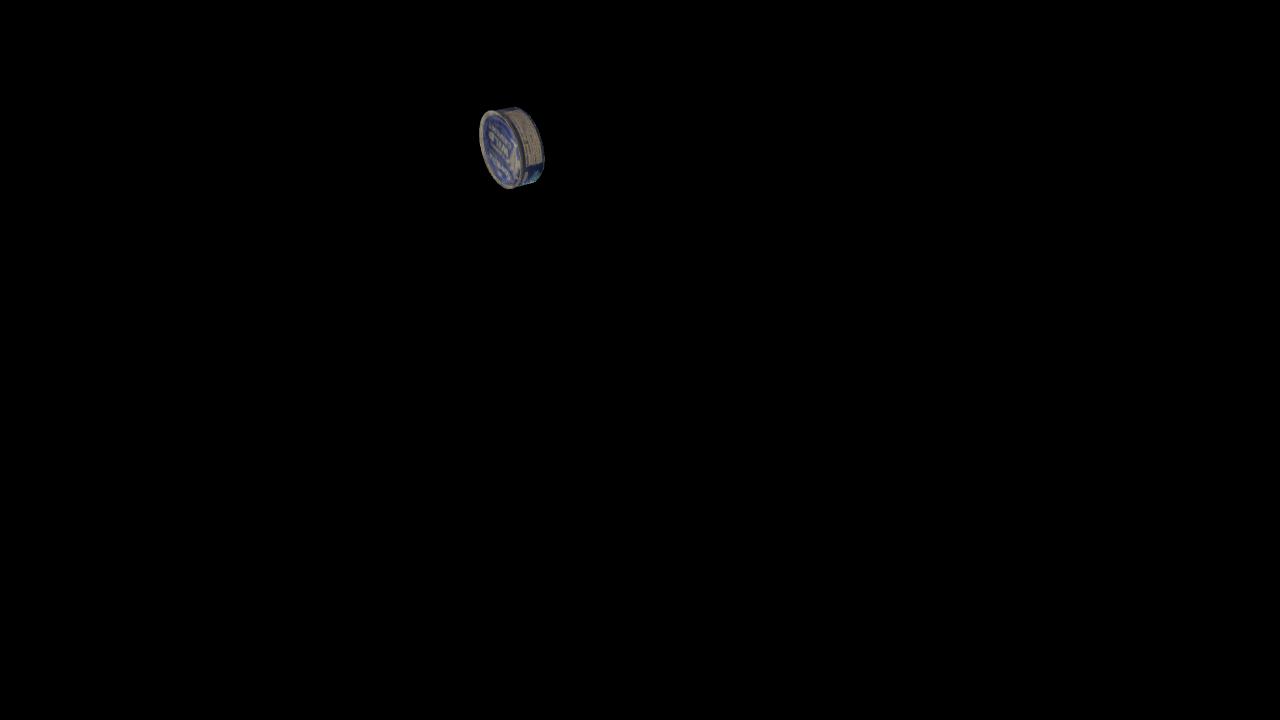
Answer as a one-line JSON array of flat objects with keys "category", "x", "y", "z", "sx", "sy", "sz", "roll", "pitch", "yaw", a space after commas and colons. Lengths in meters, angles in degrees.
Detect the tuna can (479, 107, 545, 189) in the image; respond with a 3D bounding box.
[{"category": "tuna can", "x": -0.143, "y": -0.236, "z": 0.686, "sx": 0.034, "sy": 0.084, "sz": 0.084, "roll": -27, "pitch": 16, "yaw": -34}]
